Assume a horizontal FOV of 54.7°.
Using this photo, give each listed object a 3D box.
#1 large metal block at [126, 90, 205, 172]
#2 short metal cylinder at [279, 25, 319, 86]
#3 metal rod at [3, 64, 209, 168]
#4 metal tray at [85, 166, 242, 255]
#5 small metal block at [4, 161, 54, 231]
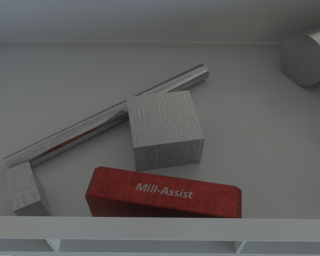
[{"bbox_3d":[0.004,0.002,0.387,0.081,0.050,0.080,-7,51,-7],"label":"large metal block"},{"bbox_3d":[0.229,-0.109,0.464,0.050,0.080,0.080,-26,55,-20],"label":"short metal cylinder"},{"bbox_3d":[-0.055,-0.021,0.421,0.302,0.025,0.025,-29,56,-22],"label":"metal rod"},{"bbox_3d":[0.003,0.081,0.294,0.131,0.089,0.030,7,51,6],"label":"metal tray"},{"bbox_3d":[-0.137,0.072,0.326,0.025,0.050,0.050,-22,54,-17],"label":"small metal block"}]
